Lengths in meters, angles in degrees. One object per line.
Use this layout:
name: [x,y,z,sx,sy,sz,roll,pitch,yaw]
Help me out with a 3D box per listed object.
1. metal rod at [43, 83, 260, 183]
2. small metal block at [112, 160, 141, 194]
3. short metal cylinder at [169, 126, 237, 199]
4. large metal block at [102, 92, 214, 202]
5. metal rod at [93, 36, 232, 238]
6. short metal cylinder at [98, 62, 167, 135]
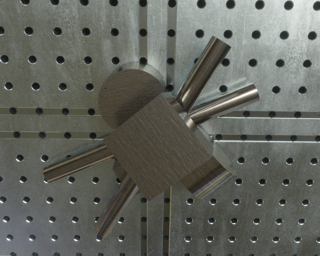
metal rod: [-0.017,0.010,0.413,0.301,0.025,0.025,-22,109,7]
small metal block: [-0.030,0.060,0.431,0.050,0.025,0.050,-27,108,9]
short metal cylinder: [0.052,0.043,0.397,0.050,0.080,0.080,-41,105,14]
large metal block: [0.000,0.018,0.335,0.080,0.050,0.080,-38,89,13]
metal rod: [-0.006,0.023,0.392,0.025,0.025,0.298,29,107,-10]
short metal cylinder: [-0.032,-0.037,0.382,0.081,0.050,0.079,0,110,0]
